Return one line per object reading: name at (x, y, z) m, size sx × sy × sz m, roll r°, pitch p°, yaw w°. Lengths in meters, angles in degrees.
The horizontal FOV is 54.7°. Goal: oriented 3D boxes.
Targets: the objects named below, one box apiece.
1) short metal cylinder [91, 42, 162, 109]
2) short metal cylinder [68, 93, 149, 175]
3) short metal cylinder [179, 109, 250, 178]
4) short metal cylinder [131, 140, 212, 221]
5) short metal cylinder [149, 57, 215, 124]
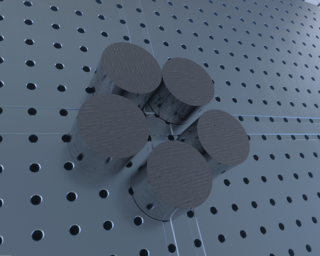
short metal cylinder at (-0.045, -0.065, 0.407) m, size 0.081 × 0.050 × 0.080 m, roll 14°, pitch 56°, yaw -21°
short metal cylinder at (-0.059, 0.007, 0.355) m, size 0.081 × 0.050 × 0.080 m, roll 13°, pitch 56°, yaw -21°
short metal cylinder at (0.072, 0.022, 0.416) m, size 0.081 × 0.050 × 0.080 m, roll 13°, pitch 57°, yaw -22°
short metal cylinder at (0.013, 0.061, 0.360) m, size 0.081 × 0.050 × 0.080 m, roll 13°, pitch 56°, yaw -20°
short metal cylinder at (0.029, -0.052, 0.438) m, size 0.081 × 0.050 × 0.080 m, roll 13°, pitch 57°, yaw -21°
